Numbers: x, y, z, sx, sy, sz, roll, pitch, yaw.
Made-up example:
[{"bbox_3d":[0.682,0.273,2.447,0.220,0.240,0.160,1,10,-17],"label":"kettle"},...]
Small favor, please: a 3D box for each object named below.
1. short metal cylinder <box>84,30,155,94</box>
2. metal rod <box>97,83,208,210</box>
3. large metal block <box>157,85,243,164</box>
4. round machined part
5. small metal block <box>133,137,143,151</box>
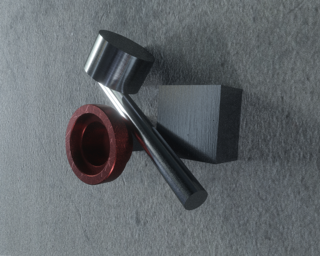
[{"bbox_3d":[-0.053,-0.088,0.413,0.080,0.081,0.050,45,117,30],"label":"short metal cylinder"},{"bbox_3d":[-0.036,-0.017,0.385,0.300,0.025,0.025,51,121,44],"label":"metal rod"},{"bbox_3d":[0.043,-0.006,0.353,0.080,0.050,0.079,6,94,39],"label":"large metal block"},{"bbox_3d":[-0.072,0.019,0.388,0.098,0.042,0.097,2,92,39],"label":"round machined part"},{"bbox_3d":[-0.045,0.007,0.426,0.025,0.050,0.050,-3,89,40],"label":"small metal block"}]
